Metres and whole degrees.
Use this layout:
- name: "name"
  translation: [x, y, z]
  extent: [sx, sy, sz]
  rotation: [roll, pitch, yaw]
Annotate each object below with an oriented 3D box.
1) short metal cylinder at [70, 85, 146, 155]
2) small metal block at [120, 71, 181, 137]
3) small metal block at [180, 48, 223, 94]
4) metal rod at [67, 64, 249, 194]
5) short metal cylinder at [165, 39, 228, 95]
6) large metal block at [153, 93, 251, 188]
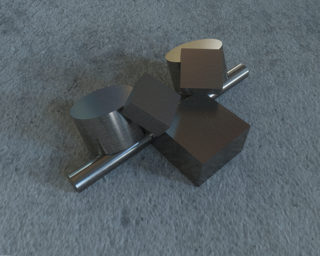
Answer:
- name: "short metal cylinder"
  translation: [-0.061, -0.012, 0.380]
  extent: [0.080, 0.050, 0.080]
  rotation: [-13, 31, 8]
- name: "small metal block"
  translation: [-0.009, -0.027, 0.346]
  extent: [0.050, 0.025, 0.050]
  rotation: [33, 50, -15]
- name: "small metal block"
  translation: [0.050, -0.069, 0.382]
  extent: [0.050, 0.025, 0.050]
  rotation: [2, 81, 1]
- name: "metal rod"
  translation: [0.015, -0.012, 0.415]
  extent: [0.302, 0.025, 0.025]
  rotation: [-34, 58, -26]
- name: "short metal cylinder"
  translation: [0.053, -0.089, 0.445]
  extent: [0.080, 0.050, 0.080]
  rotation: [-13, 31, 8]
- name: "large metal block"
  translation: [0.048, 0.010, 0.378]
  extent: [0.080, 0.050, 0.080]
  rotation: [-34, 58, -26]
